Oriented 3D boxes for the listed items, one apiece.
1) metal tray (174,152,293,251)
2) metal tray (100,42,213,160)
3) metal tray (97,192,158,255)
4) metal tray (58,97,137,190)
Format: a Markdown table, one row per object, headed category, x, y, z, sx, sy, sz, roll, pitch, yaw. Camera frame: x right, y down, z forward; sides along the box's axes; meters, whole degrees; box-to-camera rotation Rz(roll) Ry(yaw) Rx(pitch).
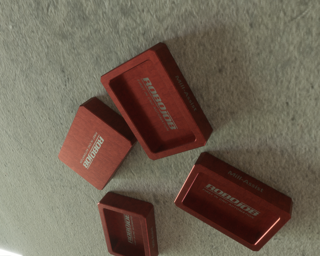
| category | x | y | z | sx | sy | sz | roll | pitch | yaw |
| --- | --- | --- | --- | --- | --- | --- | --- | --- | --- |
| metal tray | 0.094 | 0.099 | 0.414 | 0.130 | 0.030 | 0.089 | 29 | 128 | 9 |
| metal tray | -0.004 | -0.028 | 0.386 | 0.090 | 0.030 | 0.130 | -20 | 108 | 35 |
| metal tray | -0.053 | 0.178 | 0.539 | 0.090 | 0.030 | 0.129 | 9 | 123 | 22 |
| metal tray | -0.095 | 0.028 | 0.469 | 0.090 | 0.030 | 0.129 | 37 | 129 | 2 |
